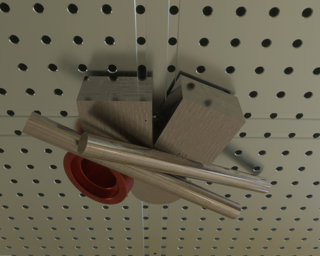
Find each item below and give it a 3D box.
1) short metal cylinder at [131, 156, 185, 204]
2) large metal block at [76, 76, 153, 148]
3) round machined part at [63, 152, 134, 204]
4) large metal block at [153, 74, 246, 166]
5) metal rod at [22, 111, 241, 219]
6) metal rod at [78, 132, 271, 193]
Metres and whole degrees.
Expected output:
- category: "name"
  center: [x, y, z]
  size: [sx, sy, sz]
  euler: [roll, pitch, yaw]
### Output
- category: "short metal cylinder"
  center: [-0.001, 0.065, 0.445]
  size: [0.081, 0.050, 0.079]
  euler: [0, 130, 0]
- category: "large metal block"
  center: [-0.049, -0.015, 0.373]
  size: [0.081, 0.050, 0.079]
  euler: [1, 130, -1]
- category: "round machined part"
  center: [-0.079, 0.056, 0.428]
  size: [0.098, 0.042, 0.097]
  euler: [14, 129, 18]
- category: "large metal block"
  center: [0.044, -0.008, 0.383]
  size: [0.080, 0.050, 0.079]
  euler: [19, 128, -16]
- category: "metal rod"
  center: [-0.017, 0.056, 0.387]
  size: [0.301, 0.025, 0.025]
  euler: [27, 125, -23]
- category: "metal rod"
  center: [0.041, 0.053, 0.403]
  size: [0.302, 0.025, 0.025]
  euler: [17, 130, -33]
